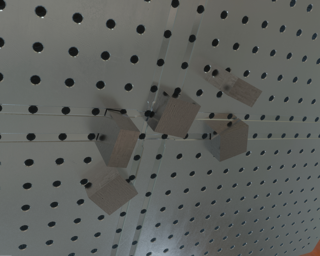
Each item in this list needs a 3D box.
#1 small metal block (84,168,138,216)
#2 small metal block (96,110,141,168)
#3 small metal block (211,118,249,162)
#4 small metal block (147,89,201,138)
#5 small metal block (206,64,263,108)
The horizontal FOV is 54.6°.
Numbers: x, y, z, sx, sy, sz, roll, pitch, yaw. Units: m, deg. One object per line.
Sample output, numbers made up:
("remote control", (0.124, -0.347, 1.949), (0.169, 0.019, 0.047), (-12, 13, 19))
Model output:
("small metal block", (-0.067, 0.085, 0.427), (0.050, 0.025, 0.050), (-37, 129, -4))
("small metal block", (-0.052, 0.013, 0.374), (0.025, 0.050, 0.050), (9, 114, -32))
("small metal block", (0.107, 0.019, 0.480), (0.050, 0.025, 0.050), (-18, 126, -18))
("small metal block", (0.018, -0.018, 0.409), (0.050, 0.025, 0.050), (13, 112, -34))
("small metal block", (0.098, -0.056, 0.413), (0.050, 0.050, 0.025), (19, 108, -36))
